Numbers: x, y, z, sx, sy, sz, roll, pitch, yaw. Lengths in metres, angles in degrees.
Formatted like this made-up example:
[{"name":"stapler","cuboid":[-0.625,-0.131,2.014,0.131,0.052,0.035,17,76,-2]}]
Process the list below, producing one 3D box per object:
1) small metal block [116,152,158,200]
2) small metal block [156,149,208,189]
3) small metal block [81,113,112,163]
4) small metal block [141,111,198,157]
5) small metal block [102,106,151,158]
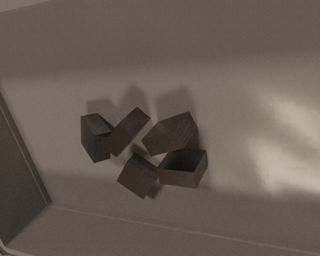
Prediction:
[{"name":"small metal block","cuboid":[-0.031,0.073,0.469,0.050,0.025,0.050,34,129,5]},{"name":"small metal block","cuboid":[0.031,0.051,0.407,0.050,0.050,0.025,3,120,26]},{"name":"small metal block","cuboid":[-0.094,0.014,0.450,0.050,0.025,0.050,45,139,41]},{"name":"small metal block","cuboid":[0.013,0.007,0.389,0.050,0.050,0.025,-18,109,34]},{"name":"small metal block","cuboid":[-0.045,0.005,0.418,0.025,0.050,0.050,41,129,0]}]
